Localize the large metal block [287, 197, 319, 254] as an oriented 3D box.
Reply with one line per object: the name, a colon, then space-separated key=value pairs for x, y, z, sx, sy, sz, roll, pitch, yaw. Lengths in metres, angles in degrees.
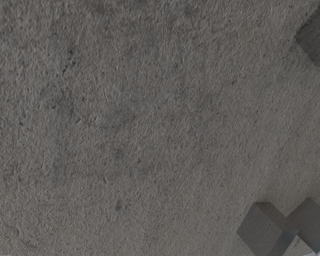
large metal block: x=0.339 y=0.216 z=0.690 sx=0.080 sy=0.080 sz=0.050 roll=-44 pitch=129 yaw=3

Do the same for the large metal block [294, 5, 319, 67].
large metal block: x=0.255 y=-0.135 z=0.446 sx=0.080 sy=0.050 sz=0.080 roll=30 pitch=102 yaw=-38

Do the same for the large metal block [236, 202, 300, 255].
large metal block: x=0.210 y=0.204 z=0.612 sx=0.050 sy=0.080 sz=0.079 roll=8 pitch=114 yaw=-32
